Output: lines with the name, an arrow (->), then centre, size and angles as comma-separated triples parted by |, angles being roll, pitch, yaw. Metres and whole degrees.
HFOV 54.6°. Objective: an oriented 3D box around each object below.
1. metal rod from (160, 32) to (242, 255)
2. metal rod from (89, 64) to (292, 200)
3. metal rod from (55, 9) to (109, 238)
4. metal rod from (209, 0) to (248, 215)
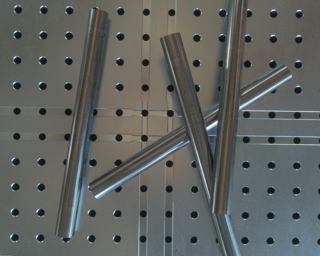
metal rod -> 0.054, 0.032, 0.392 | 0.025, 0.025, 0.299 | -17, 99, 0
metal rod -> 0.040, 0.005, 0.413 | 0.301, 0.025, 0.025 | -32, 90, 0
metal rod -> -0.104, -0.006, 0.412 | 0.025, 0.025, 0.298 | 9, 90, 0
metal rod -> 0.089, -0.046, 0.390 | 0.025, 0.025, 0.299 | 7, 81, 0
